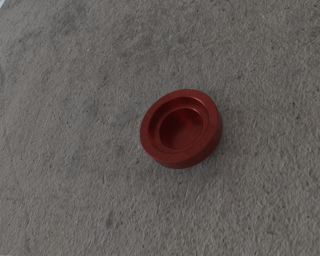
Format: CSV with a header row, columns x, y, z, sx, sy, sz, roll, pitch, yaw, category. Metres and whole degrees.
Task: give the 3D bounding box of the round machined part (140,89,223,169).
x,y,z,sx,sy,sz,roll,pitch,yaw,category
0.028,0.004,0.376,0.098,0.042,0.098,-13,56,21,round machined part
